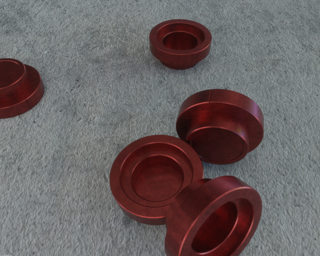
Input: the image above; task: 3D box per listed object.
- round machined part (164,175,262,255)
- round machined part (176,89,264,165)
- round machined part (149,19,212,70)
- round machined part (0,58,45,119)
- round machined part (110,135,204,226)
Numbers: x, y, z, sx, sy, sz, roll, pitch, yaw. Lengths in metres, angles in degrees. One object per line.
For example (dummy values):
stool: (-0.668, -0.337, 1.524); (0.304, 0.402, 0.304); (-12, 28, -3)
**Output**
round machined part: (0.044, 0.086, 0.288); (0.099, 0.097, 0.042); (-28, 37, -22)
round machined part: (0.066, 0.006, 0.351); (0.098, 0.097, 0.042); (9, 51, 8)
round machined part: (0.032, -0.132, 0.503); (0.099, 0.042, 0.098); (0, 50, 0)
round machined part: (-0.222, -0.063, 0.443); (0.099, 0.042, 0.098); (0, 50, 0)
round machined part: (-0.002, 0.059, 0.338); (0.099, 0.042, 0.098); (-4, 52, 5)
